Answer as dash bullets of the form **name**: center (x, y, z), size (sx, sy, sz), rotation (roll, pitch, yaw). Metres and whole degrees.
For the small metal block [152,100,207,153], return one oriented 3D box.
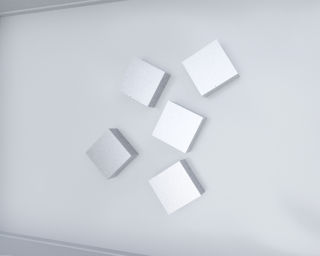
- **small metal block**: center (0.025, -0.002, 0.401), size (0.050, 0.025, 0.050), rotation (28, 99, 17)

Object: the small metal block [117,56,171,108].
- **small metal block**: center (-0.021, -0.062, 0.418), size (0.050, 0.025, 0.050), rotation (30, 100, 17)

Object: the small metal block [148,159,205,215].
- **small metal block**: center (0.022, 0.076, 0.403), size (0.050, 0.025, 0.050), rotation (-35, 79, 16)

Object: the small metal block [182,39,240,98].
- **small metal block**: center (0.064, -0.073, 0.388), size (0.050, 0.025, 0.050), rotation (-32, 80, 17)

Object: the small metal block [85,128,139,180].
- **small metal block**: center (-0.067, 0.036, 0.434), size (0.050, 0.025, 0.050), rotation (-45, 76, 14)
